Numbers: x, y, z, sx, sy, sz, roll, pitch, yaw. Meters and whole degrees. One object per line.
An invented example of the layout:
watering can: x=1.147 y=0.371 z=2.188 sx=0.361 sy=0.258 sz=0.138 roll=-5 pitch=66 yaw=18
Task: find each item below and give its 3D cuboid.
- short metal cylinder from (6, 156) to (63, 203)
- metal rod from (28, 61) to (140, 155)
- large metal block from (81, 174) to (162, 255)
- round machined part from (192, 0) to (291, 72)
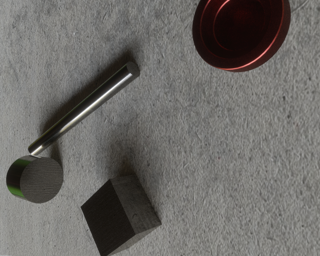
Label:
short metal cylinder: x=-0.222 y=0.090 z=0.553 sx=0.050 sy=0.081 sz=0.080 roll=1 pitch=91 yaw=40
metal rod: x=-0.142 y=-0.020 z=0.521 sx=0.299 sy=0.025 sz=0.025 roll=-31 pitch=71 yaw=35
large metal block: x=-0.057 y=0.123 z=0.436 sx=0.080 sy=0.050 sz=0.080 roll=-44 pitch=64 yaw=31
round machined part: x=0.086 y=-0.107 z=0.323 sx=0.098 sy=0.042 sz=0.097 roll=0 pitch=90 yaw=40
